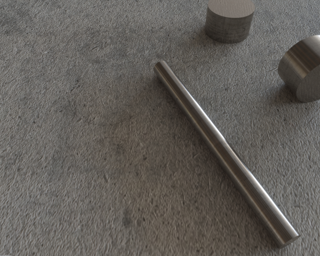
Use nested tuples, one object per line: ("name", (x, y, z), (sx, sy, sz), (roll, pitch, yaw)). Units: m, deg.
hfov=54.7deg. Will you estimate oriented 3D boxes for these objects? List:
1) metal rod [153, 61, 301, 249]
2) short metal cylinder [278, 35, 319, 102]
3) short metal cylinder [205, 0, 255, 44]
("metal rod", (0.065, 0.010, 0.395), (0.025, 0.025, 0.300), (-20, 53, -16))
("short metal cylinder", (0.217, -0.083, 0.439), (0.081, 0.080, 0.050), (-13, 51, -11))
("short metal cylinder", (0.123, -0.195, 0.552), (0.081, 0.050, 0.080), (0, 50, 0))
